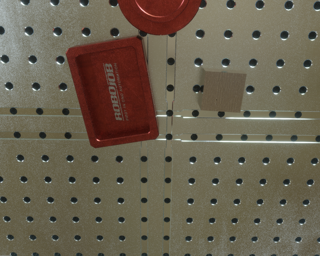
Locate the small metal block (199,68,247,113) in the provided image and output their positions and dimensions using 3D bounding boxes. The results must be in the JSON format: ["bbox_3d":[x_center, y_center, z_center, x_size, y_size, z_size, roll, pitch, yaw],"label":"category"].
[{"bbox_3d":[0.079,-0.048,0.396,0.050,0.025,0.050,4,110,-2],"label":"small metal block"}]

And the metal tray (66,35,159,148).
[{"bbox_3d":[-0.056,-0.044,0.393,0.090,0.030,0.129,-9,110,3],"label":"metal tray"}]

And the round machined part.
[{"bbox_3d":[0.000,-0.154,0.347,0.099,0.042,0.097,0,110,0],"label":"round machined part"}]
